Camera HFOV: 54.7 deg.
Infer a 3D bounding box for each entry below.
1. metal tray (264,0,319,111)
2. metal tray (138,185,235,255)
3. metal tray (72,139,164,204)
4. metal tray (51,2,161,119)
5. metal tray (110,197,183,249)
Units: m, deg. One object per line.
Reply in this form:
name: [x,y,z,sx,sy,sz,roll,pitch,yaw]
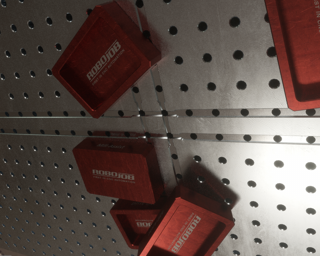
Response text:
metal tray: [0.151,-0.084,0.276,0.090,0.030,0.129,-8,115,31]
metal tray: [0.035,0.154,0.446,0.090,0.030,0.129,26,112,-8]
metal tray: [-0.065,0.066,0.481,0.130,0.030,0.089,3,120,26]
metal tray: [-0.072,-0.081,0.394,0.090,0.030,0.129,48,128,-6]
metal tray: [-0.010,0.159,0.509,0.130,0.030,0.090,-9,114,32]
